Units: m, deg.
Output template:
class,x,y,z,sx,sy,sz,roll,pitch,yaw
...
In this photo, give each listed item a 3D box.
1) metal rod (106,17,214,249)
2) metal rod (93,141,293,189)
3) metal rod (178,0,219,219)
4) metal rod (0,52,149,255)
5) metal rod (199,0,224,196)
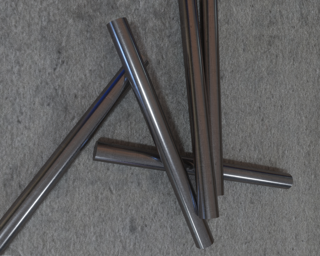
class,x,y,z,sx,sy,sz,roll,pitch,yaw
metal rod,0.004,0.013,0.383,0.025,0.025,0.299,-25,99,-19
metal rod,0.060,0.055,0.432,0.302,0.025,0.025,11,86,-20
metal rod,0.048,-0.038,0.401,0.025,0.025,0.298,-1,81,-20
metal rod,-0.110,0.029,0.368,0.025,0.025,0.300,39,77,-16
metal rod,0.069,-0.061,0.420,0.025,0.025,0.298,1,84,-20
